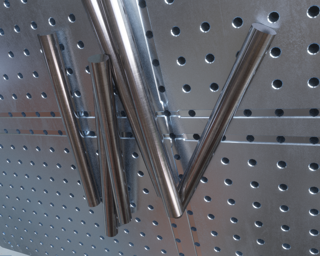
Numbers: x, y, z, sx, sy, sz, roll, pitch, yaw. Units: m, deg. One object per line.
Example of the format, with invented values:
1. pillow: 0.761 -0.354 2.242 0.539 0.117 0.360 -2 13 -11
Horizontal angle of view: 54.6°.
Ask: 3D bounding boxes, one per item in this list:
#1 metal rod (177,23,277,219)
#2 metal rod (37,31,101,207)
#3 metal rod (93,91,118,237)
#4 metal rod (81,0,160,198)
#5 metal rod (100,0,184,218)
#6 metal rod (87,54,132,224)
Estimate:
1. metal rod: 0.062 0.017 0.389 0.025 0.025 0.298 27 128 11
2. metal rod: -0.135 0.004 0.485 0.025 0.025 0.298 7 122 24
3. metal rod: -0.084 0.068 0.498 0.025 0.025 0.298 16 125 19
4. metal rod: -0.038 -0.033 0.411 0.025 0.025 0.299 -5 116 31
5. metal rod: -0.018 -0.017 0.393 0.025 0.025 0.299 -5 111 30
6. metal rod: -0.067 0.038 0.453 0.025 0.025 0.298 14 129 21
